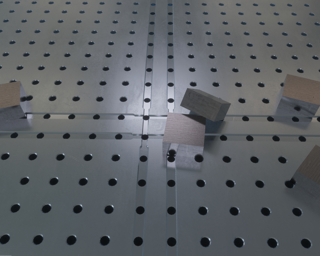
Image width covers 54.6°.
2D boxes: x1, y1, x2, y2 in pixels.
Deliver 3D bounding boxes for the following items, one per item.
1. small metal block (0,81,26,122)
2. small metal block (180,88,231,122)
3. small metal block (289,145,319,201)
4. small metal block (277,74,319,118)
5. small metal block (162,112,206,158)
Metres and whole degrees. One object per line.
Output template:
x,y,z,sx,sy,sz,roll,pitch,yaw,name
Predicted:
-0.220,-0.037,0.438,0.050,0.025,0.050,-12,51,-10,small metal block
0.062,-0.032,0.418,0.050,0.025,0.050,27,15,21,small metal block
0.191,0.055,0.363,0.050,0.025,0.050,35,58,26,small metal block
0.203,-0.048,0.449,0.050,0.025,0.050,17,52,14,small metal block
0.032,0.009,0.401,0.050,0.025,0.050,7,50,5,small metal block
